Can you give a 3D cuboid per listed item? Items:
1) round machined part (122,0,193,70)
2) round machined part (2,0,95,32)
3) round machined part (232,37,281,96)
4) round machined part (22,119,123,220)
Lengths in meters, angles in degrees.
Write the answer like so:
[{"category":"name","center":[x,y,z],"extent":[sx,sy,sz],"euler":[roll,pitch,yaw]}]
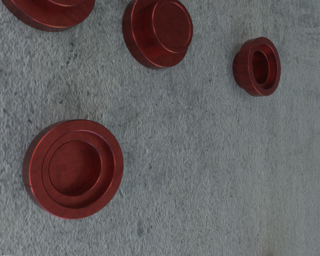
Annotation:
[{"category":"round machined part","center":[0.004,-0.126,0.397],"extent":[0.099,0.042,0.097],"euler":[0,90,-40]},{"category":"round machined part","center":[-0.106,-0.149,0.304],"extent":[0.099,0.042,0.097],"euler":[0,90,-40]},{"category":"round machined part","center":[0.161,-0.102,0.528],"extent":[0.099,0.042,0.097],"euler":[0,90,-40]},{"category":"round machined part","center":[-0.090,0.040,0.318],"extent":[0.099,0.042,0.097],"euler":[0,90,-40]}]
